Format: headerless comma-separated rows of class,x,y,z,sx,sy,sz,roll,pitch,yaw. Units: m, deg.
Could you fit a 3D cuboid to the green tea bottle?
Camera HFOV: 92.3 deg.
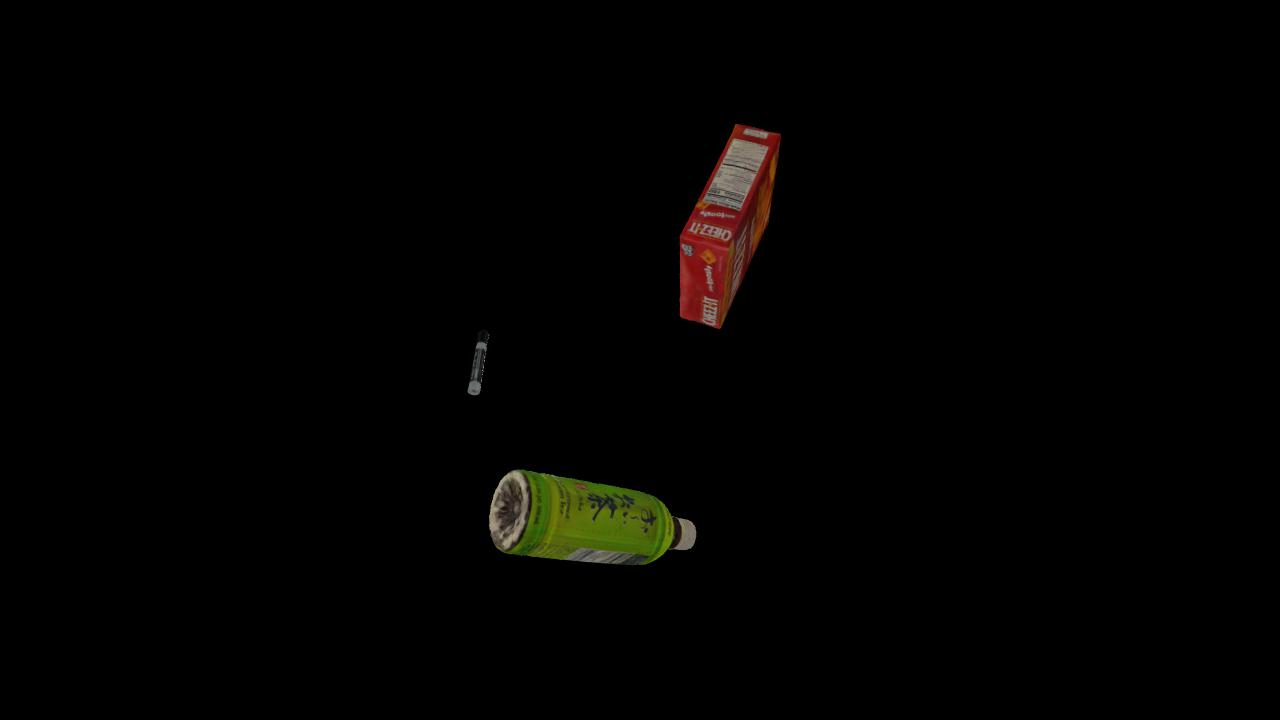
green tea bottle,-0.032,0.152,0.569,0.212,0.073,0.073,22,-14,-38

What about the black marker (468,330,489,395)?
black marker,-0.259,0.001,0.988,0.020,0.121,0.020,-1,-35,-1

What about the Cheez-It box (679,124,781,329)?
Cheez-It box,0.120,-0.179,0.831,0.071,0.223,0.166,18,-29,16
